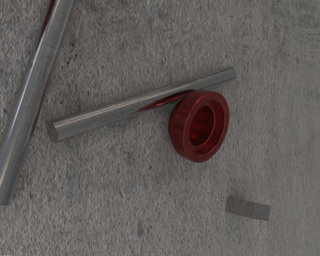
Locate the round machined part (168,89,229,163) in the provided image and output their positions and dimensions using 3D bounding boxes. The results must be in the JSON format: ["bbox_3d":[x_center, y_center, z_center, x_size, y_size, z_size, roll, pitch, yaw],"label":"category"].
[{"bbox_3d":[0.049,-0.005,0.424,0.099,0.042,0.097,-19,118,-41],"label":"round machined part"}]

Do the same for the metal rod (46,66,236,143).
[{"bbox_3d":[0.002,-0.042,0.405,0.302,0.025,0.025,-22,104,-38],"label":"metal rod"}]

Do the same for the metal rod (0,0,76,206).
[{"bbox_3d":[-0.114,-0.075,0.308,0.025,0.025,0.299,22,76,-38],"label":"metal rod"}]

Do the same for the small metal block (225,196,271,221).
[{"bbox_3d":[0.145,0.133,0.510,0.050,0.050,0.025,20,77,-38],"label":"small metal block"}]
